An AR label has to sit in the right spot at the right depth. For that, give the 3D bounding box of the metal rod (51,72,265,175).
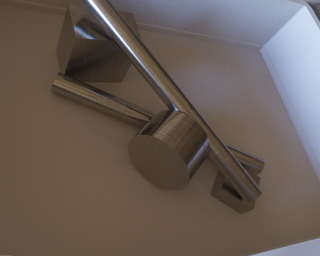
[{"bbox_3d":[0.009,0.000,0.410,0.302,0.025,0.025,23,53,-15],"label":"metal rod"}]

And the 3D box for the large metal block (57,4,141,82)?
[{"bbox_3d":[-0.079,-0.102,0.390,0.081,0.080,0.050,-4,64,-30],"label":"large metal block"}]

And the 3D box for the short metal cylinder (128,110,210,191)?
[{"bbox_3d":[0.010,0.026,0.359,0.080,0.080,0.050,43,51,0],"label":"short metal cylinder"}]

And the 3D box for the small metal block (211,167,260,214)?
[{"bbox_3d":[0.102,0.078,0.413,0.050,0.025,0.050,33,51,-7],"label":"small metal block"}]

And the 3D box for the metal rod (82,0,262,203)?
[{"bbox_3d":[0.020,-0.030,0.360,0.300,0.025,0.025,50,50,-9],"label":"metal rod"}]
